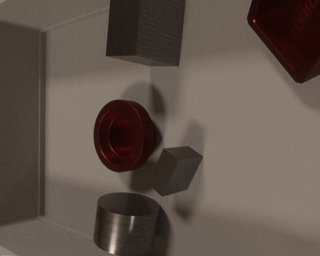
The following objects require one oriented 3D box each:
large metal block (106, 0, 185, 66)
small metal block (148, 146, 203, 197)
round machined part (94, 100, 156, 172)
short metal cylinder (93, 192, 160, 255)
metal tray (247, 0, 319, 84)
[{"bbox_3d":[-0.016,-0.122,0.383,0.050,0.081,0.079,9,96,39],"label":"large metal block"},{"bbox_3d":[0.019,0.051,0.373,0.025,0.050,0.050,35,112,34],"label":"small metal block"},{"bbox_3d":[-0.044,0.011,0.430,0.098,0.042,0.097,0,90,39],"label":"round machined part"},{"bbox_3d":[-0.044,0.122,0.405,0.080,0.081,0.050,13,99,39],"label":"short metal cylinder"},{"bbox_3d":[0.119,-0.106,0.248,0.030,0.130,0.090,-26,68,-8],"label":"metal tray"}]
